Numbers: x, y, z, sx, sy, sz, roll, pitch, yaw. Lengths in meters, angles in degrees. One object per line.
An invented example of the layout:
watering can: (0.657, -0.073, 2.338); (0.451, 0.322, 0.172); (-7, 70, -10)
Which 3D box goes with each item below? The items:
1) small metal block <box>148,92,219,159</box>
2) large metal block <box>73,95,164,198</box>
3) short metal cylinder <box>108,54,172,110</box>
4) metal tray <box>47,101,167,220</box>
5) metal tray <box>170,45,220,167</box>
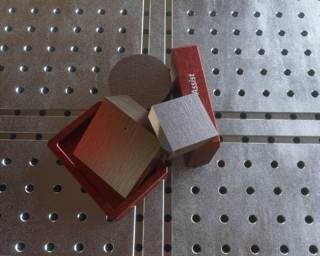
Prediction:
small metal block: (0.023, -0.003, 0.313); (0.050, 0.025, 0.050); (-19, 71, -19)
large metal block: (-0.039, 0.018, 0.358); (0.080, 0.050, 0.080); (38, 110, 12)
short metal cylinder: (-0.026, -0.051, 0.417); (0.081, 0.050, 0.080); (0, 70, 0)
metal tray: (-0.065, 0.040, 0.393); (0.090, 0.030, 0.130); (-41, 76, -14)
metal tray: (0.039, -0.025, 0.387); (0.030, 0.090, 0.129); (-9, 70, -3)
